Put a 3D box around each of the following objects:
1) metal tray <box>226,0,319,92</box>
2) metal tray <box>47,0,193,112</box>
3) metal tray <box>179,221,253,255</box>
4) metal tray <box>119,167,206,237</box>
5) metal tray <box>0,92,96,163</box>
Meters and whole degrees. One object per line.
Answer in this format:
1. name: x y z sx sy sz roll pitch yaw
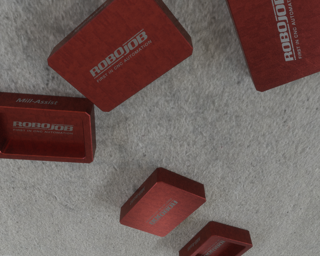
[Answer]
1. metal tray: 0.125 -0.107 0.315 0.090 0.030 0.130 -20 128 16
2. metal tray: -0.042 -0.083 0.333 0.130 0.030 0.090 -32 124 23
3. metal tray: 0.106 0.238 0.608 0.091 0.030 0.129 20 127 -17
4. metal tray: 0.002 0.127 0.512 0.090 0.030 0.129 25 126 -20
5. metal tray: -0.153 0.002 0.402 0.131 0.030 0.089 4 130 -4
